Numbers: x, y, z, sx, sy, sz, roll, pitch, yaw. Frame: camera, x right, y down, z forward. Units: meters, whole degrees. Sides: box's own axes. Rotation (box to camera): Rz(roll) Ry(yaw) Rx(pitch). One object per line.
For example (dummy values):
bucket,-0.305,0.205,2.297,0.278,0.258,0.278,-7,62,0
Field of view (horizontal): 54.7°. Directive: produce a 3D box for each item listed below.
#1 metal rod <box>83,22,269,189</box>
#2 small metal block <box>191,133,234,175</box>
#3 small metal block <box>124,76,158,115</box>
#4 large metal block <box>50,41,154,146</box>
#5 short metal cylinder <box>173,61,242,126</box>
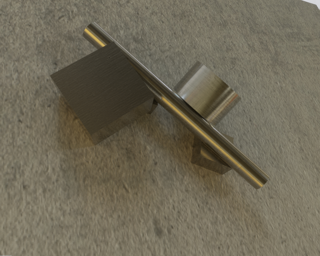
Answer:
metal rod,0.021,-0.029,0.404,0.300,0.025,0.025,41,51,0
small metal block,0.073,0.031,0.428,0.050,0.025,0.050,22,53,-15
small metal block,-0.032,-0.050,0.421,0.050,0.025,0.050,12,57,-22
large metal block,-0.065,-0.039,0.358,0.080,0.050,0.080,-33,81,-15
short metal cylinder,0.065,-0.048,0.430,0.080,0.050,0.080,40,11,-9
